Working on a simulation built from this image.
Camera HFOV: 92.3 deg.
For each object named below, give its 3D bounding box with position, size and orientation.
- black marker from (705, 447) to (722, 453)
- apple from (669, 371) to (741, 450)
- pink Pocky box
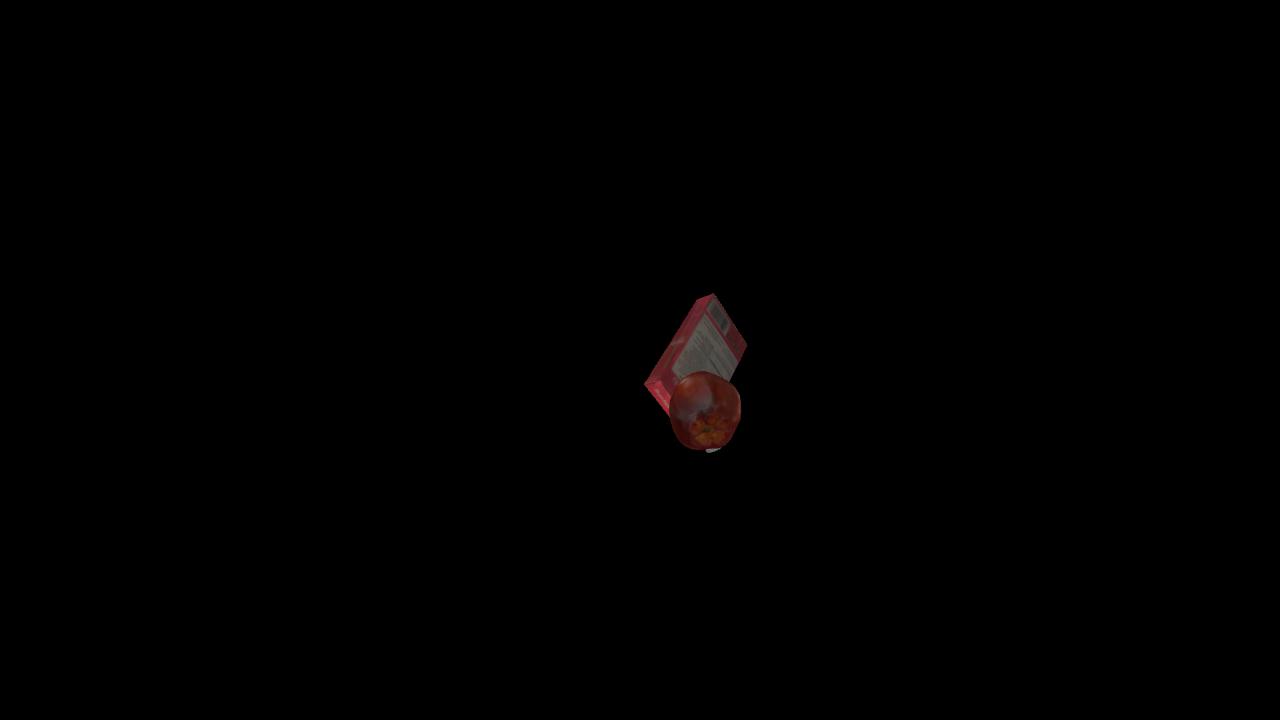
[{"bbox_3d":[0.063,0.046,0.700,0.020,0.121,0.020,-17,-22,-7],"label":"black marker"},{"bbox_3d":[0.066,0.054,0.634,0.079,0.079,0.093,0,23,-2],"label":"apple"},{"bbox_3d":[0.067,0.004,0.693,0.029,0.084,0.155,-15,32,43],"label":"pink Pocky box"}]
